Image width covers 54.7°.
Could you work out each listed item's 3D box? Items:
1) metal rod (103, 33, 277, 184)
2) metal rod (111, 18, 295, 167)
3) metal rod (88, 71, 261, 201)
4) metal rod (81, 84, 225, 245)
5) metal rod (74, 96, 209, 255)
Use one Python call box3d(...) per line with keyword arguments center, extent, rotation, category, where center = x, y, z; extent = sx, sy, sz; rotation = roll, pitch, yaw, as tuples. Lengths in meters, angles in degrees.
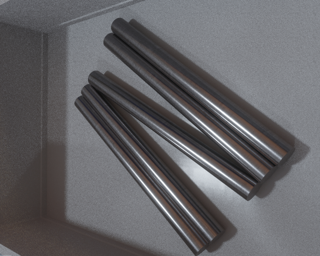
box3d(center=(0.018, -0.042, 0.390), extent=(0.300, 0.025, 0.025), rotation=(44, 117, 31), category="metal rod")
box3d(center=(0.031, -0.061, 0.380), extent=(0.300, 0.025, 0.025), rotation=(44, 117, 31), category="metal rod")
box3d(center=(-0.002, -0.007, 0.407), extent=(0.300, 0.025, 0.025), rotation=(36, 112, 34), category="metal rod")
box3d(center=(-0.026, 0.032, 0.427), extent=(0.300, 0.025, 0.025), rotation=(46, 117, 30), category="metal rod")
box3d(center=(-0.040, 0.049, 0.438), extent=(0.300, 0.025, 0.025), rotation=(46, 117, 30), category="metal rod")
